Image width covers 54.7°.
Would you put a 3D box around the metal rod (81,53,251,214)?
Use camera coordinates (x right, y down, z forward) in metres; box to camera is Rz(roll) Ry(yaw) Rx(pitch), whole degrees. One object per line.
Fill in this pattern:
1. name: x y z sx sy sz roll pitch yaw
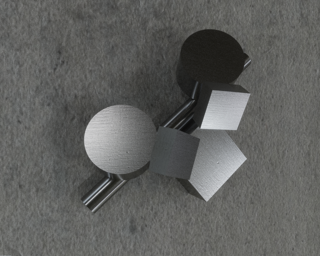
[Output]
1. metal rod: 0.018 -0.003 0.418 0.301 0.025 0.025 -43 104 -15

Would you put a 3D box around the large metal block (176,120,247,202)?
1. large metal block: 0.054 0.037 0.416 0.080 0.050 0.080 -43 104 -15

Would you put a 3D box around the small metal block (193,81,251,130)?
1. small metal block: 0.073 -0.026 0.372 0.050 0.025 0.050 2 120 -20

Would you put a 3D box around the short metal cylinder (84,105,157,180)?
1. short metal cylinder: -0.045 0.019 0.366 0.081 0.050 0.080 1 72 -4

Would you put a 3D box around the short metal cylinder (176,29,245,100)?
1. short metal cylinder: 0.064 -0.081 0.406 0.081 0.050 0.080 1 72 -4

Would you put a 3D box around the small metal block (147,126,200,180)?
1. small metal block: 0.017 0.029 0.352 0.050 0.025 0.050 22 82 -51
